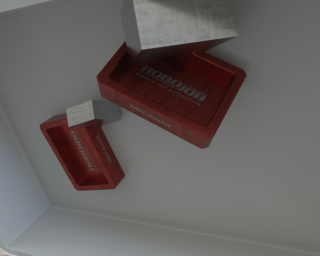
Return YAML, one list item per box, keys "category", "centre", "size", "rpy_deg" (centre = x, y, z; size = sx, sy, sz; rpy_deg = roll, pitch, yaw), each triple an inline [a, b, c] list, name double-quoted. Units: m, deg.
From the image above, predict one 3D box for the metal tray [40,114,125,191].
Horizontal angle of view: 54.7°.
- category: "metal tray"
  centre: [-0.122, 0.038, 0.490]
  size: [0.090, 0.030, 0.129]
  rpy_deg: [-10, 114, 32]

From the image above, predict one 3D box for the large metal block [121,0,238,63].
- category: "large metal block"
  centre: [0.012, -0.095, 0.280]
  size: [0.081, 0.080, 0.050]
  rpy_deg: [-11, 97, -11]

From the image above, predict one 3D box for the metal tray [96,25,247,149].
- category: "metal tray"
  centre: [0.012, -0.047, 0.327]
  size: [0.130, 0.090, 0.030]
  rpy_deg: [28, 156, 10]

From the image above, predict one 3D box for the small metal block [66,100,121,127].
- category: "small metal block"
  centre: [-0.090, -0.018, 0.423]
  size: [0.050, 0.050, 0.025]
  rpy_deg: [-14, 82, 33]
